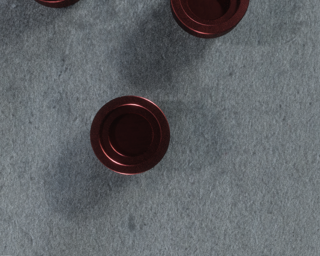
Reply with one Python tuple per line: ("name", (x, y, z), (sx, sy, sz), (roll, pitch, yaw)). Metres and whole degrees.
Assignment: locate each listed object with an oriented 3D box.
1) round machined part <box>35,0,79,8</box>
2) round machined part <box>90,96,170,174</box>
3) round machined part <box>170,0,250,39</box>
("round machined part", (-0.140, -0.211, 0.400), (0.099, 0.042, 0.097), (0, 90, -1))
("round machined part", (-0.037, 0.008, 0.401), (0.099, 0.042, 0.097), (0, 90, -1))
("round machined part", (0.062, -0.164, 0.402), (0.099, 0.042, 0.097), (0, 90, -1))
